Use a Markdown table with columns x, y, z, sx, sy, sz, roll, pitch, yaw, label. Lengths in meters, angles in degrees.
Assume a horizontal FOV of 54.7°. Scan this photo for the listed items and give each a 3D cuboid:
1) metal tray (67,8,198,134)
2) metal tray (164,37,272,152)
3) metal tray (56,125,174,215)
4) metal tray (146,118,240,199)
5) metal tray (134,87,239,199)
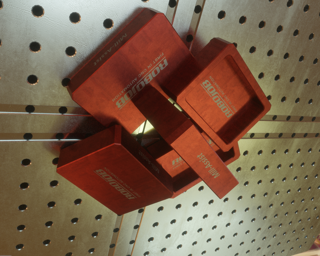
| x | y | z | sx | sy | sz | roll | pitch | yaw | label |
| --- | --- | --- | --- | --- | --- | --- | --- | --- | --- |
| -0.028 | -0.059 | 0.356 | 0.130 | 0.030 | 0.090 | -43 | 130 | 1 | metal tray |
| 0.077 | -0.036 | 0.390 | 0.090 | 0.030 | 0.130 | -45 | 130 | 3 | metal tray |
| -0.052 | 0.059 | 0.393 | 0.090 | 0.030 | 0.130 | -24 | 132 | 18 | metal tray |
| 0.052 | 0.038 | 0.460 | 0.131 | 0.030 | 0.090 | -30 | 129 | -10 | metal tray |
| 0.032 | 0.019 | 0.360 | 0.030 | 0.090 | 0.130 | -42 | 130 | 0 | metal tray |
